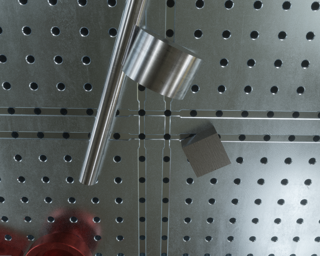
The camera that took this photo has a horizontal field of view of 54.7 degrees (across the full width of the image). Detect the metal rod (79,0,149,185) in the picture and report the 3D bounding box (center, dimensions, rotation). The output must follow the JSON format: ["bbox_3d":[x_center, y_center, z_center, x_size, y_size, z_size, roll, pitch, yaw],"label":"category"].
[{"bbox_3d":[-0.057,-0.059,0.390,0.025,0.025,0.298,17,109,-7],"label":"metal rod"}]

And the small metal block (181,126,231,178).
[{"bbox_3d":[0.063,0.033,0.427,0.050,0.025,0.050,-25,109,8],"label":"small metal block"}]

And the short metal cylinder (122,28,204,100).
[{"bbox_3d":[0.003,-0.074,0.357,0.080,0.080,0.050,24,108,-9],"label":"short metal cylinder"}]

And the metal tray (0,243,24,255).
[{"bbox_3d":[-0.288,0.238,0.494,0.090,0.030,0.129,27,108,-10],"label":"metal tray"}]

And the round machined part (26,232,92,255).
[{"bbox_3d":[-0.152,0.201,0.476,0.099,0.042,0.097,0,110,-1],"label":"round machined part"}]
